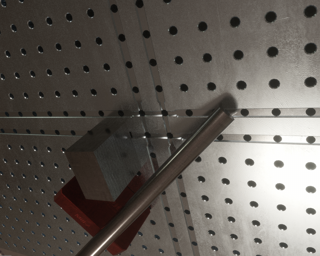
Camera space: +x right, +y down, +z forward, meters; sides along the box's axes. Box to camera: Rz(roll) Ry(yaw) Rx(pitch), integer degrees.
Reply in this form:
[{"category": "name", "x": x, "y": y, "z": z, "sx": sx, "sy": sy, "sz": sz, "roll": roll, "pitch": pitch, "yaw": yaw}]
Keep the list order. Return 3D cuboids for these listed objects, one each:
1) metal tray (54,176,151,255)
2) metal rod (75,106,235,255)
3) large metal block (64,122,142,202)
[{"category": "metal tray", "x": -0.087, "y": 0.121, "z": 0.487, "sx": 0.130, "sy": 0.090, "sz": 0.030, "roll": 44, "pitch": 129, "yaw": -3}, {"category": "metal rod", "x": -0.018, "y": 0.088, "z": 0.404, "sx": 0.025, "sy": 0.025, "sz": 0.299, "roll": 42, "pitch": 107, "yaw": -1}, {"category": "large metal block", "x": -0.077, "y": 0.046, "z": 0.443, "sx": 0.050, "sy": 0.080, "sz": 0.080, "roll": -2, "pitch": 117, "yaw": 29}]
